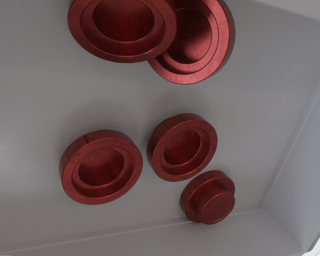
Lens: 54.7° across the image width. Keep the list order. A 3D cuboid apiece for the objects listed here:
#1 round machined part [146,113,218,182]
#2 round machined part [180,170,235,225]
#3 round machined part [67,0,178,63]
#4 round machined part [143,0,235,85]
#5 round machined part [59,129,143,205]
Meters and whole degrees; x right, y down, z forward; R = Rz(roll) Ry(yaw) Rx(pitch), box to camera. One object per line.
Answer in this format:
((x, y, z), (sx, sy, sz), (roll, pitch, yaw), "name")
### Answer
((0.026, 0.022, 0.426), (0.099, 0.042, 0.097), (-14, 124, -21), "round machined part")
((0.086, 0.123, 0.520), (0.099, 0.042, 0.097), (-14, 124, -21), "round machined part")
((-0.034, -0.108, 0.291), (0.099, 0.042, 0.098), (-1, 153, 0), "round machined part")
((0.032, -0.098, 0.331), (0.042, 0.098, 0.097), (-32, 141, -57), "round machined part")
((-0.075, 0.044, 0.384), (0.099, 0.042, 0.097), (-14, 124, -21), "round machined part")
